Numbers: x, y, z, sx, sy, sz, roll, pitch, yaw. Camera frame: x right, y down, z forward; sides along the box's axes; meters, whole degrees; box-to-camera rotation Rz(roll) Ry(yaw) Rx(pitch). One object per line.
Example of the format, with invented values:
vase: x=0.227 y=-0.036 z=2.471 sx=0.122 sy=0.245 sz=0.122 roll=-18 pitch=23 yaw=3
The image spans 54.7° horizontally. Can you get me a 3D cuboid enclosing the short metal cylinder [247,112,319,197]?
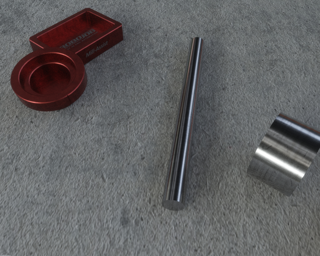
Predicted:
short metal cylinder: x=0.140 y=0.029 z=0.345 sx=0.050 sy=0.080 sz=0.080 roll=30 pitch=56 yaw=22

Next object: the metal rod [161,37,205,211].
metal rod: x=0.039 y=-0.030 z=0.428 sx=0.025 sy=0.025 sz=0.300 roll=7 pitch=50 yaw=6

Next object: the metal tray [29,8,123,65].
metal tray: x=-0.138 y=-0.151 z=0.525 sx=0.090 sy=0.030 sz=0.131 roll=32 pitch=57 yaw=24

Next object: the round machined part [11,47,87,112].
round machined part: x=-0.152 y=-0.063 z=0.437 sx=0.099 sy=0.042 sz=0.098 roll=0 pitch=60 yaw=-1
